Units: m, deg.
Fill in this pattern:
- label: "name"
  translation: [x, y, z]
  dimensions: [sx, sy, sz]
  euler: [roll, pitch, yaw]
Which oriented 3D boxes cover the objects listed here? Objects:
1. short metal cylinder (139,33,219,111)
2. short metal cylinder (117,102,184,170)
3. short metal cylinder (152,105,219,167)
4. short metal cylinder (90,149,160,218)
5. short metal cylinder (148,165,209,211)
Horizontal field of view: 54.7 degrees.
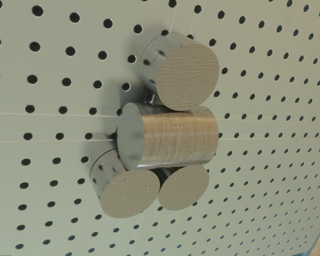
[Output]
- label: "short metal cylinder"
  translation: [0.022, -0.067, 0.367]
  dimensions: [0.081, 0.050, 0.079]
  euler: [-14, 125, -21]
- label: "short metal cylinder"
  translation: [-0.014, 0.010, 0.376]
  dimensions: [0.050, 0.080, 0.079]
  euler: [0, 118, -29]
- label: "short metal cylinder"
  translation: [0.030, 0.009, 0.400]
  dimensions: [0.050, 0.080, 0.079]
  euler: [0, 118, -29]
- label: "short metal cylinder"
  translation: [-0.047, 0.073, 0.415]
  dimensions: [0.081, 0.050, 0.079]
  euler: [-14, 125, -21]
- label: "short metal cylinder"
  translation: [0.024, 0.073, 0.454]
  dimensions: [0.081, 0.050, 0.079]
  euler: [-14, 125, -21]
